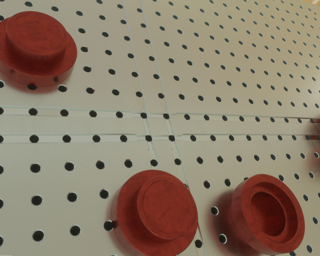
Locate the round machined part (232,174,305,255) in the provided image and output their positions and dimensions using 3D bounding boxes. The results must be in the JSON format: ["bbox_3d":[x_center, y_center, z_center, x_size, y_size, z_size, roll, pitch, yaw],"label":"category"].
[{"bbox_3d":[0.133,0.112,0.399,0.099,0.042,0.098,13,56,-21],"label":"round machined part"}]

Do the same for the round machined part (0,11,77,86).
[{"bbox_3d":[-0.151,-0.103,0.379,0.099,0.042,0.098,13,56,-21],"label":"round machined part"}]

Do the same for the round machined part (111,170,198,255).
[{"bbox_3d":[0.000,0.091,0.341,0.099,0.042,0.098,13,56,-21],"label":"round machined part"}]
